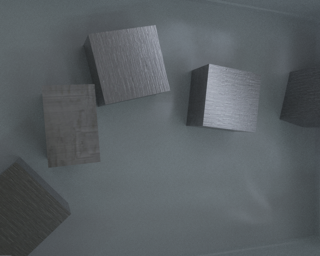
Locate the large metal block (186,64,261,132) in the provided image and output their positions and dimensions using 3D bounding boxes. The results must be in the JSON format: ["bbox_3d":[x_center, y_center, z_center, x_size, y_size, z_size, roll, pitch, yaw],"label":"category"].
[{"bbox_3d":[0.087,-0.038,0.429,0.081,0.050,0.080,7,88,-20],"label":"large metal block"}]

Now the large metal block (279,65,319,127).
[{"bbox_3d":[0.237,-0.046,0.468,0.050,0.080,0.080,16,85,-19],"label":"large metal block"}]

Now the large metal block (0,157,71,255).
[{"bbox_3d":[-0.158,0.090,0.339,0.080,0.050,0.080,-44,104,-15],"label":"large metal block"}]

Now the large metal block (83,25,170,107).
[{"bbox_3d":[-0.042,-0.075,0.382,0.081,0.050,0.080,-14,95,-20],"label":"large metal block"}]

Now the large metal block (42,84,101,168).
[{"bbox_3d":[-0.101,-0.003,0.344,0.050,0.080,0.079,-5,92,-20],"label":"large metal block"}]
